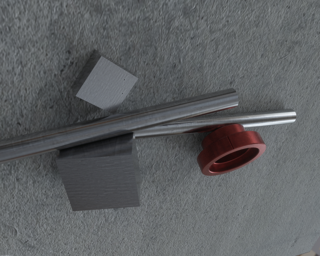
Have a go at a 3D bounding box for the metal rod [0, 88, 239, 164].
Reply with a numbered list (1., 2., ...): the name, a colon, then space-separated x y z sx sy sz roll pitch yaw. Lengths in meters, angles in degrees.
1. metal rod: -0.052 -0.003 0.350 0.302 0.025 0.025 -14 125 -13

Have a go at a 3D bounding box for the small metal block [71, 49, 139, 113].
1. small metal block: -0.061 -0.050 0.343 0.050 0.025 0.050 28 103 -38

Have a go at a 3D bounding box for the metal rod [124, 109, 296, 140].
1. metal rod: 0.082 -0.008 0.448 0.303 0.025 0.025 -5 121 -26

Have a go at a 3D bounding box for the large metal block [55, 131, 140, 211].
1. large metal block: -0.068 0.050 0.368 0.081 0.050 0.079 -4 124 1

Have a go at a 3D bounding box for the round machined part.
1. round machined part: 0.100 0.030 0.454 0.099 0.042 0.098 -16 152 -8
